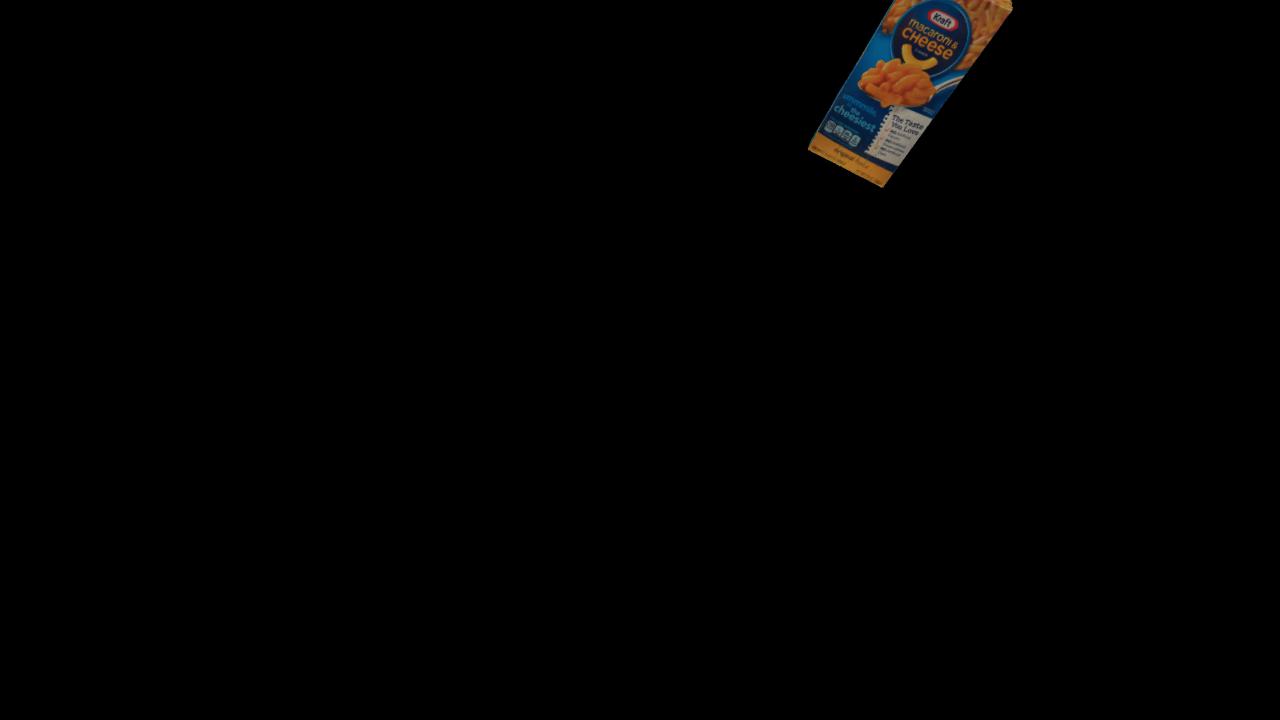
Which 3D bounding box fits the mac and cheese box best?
[{"bbox_3d":[0.251,-0.268,0.594,0.093,0.184,0.041,29,45,3],"label":"mac and cheese box"}]
